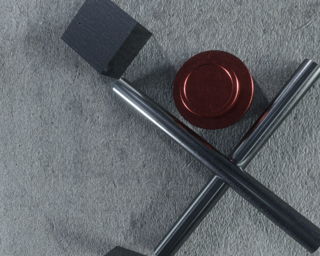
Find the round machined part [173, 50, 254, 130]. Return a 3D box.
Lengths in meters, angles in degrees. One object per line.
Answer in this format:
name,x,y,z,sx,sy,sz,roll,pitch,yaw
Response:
round machined part,0.062,-0.046,0.378,0.098,0.042,0.097,0,90,19

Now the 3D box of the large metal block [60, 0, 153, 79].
large metal block,-0.072,-0.125,0.420,0.080,0.050,0.080,42,103,14

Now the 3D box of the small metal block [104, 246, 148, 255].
small metal block,-0.049,0.185,0.412,0.050,0.050,0.025,10,94,19

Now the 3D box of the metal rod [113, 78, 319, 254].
metal rod,0.052,0.028,0.367,0.300,0.025,0.025,39,102,24

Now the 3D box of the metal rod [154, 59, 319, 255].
metal rod,0.088,0.048,0.377,0.025,0.025,0.299,39,102,15
